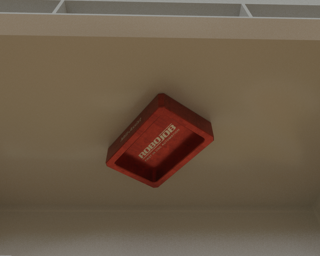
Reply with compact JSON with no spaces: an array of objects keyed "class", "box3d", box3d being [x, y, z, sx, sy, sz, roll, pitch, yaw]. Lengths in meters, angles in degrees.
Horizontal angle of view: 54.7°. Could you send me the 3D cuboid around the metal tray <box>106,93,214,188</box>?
[{"class":"metal tray","box3d":[-0.003,0.023,0.425,0.090,0.030,0.129,30,124,-24]}]
